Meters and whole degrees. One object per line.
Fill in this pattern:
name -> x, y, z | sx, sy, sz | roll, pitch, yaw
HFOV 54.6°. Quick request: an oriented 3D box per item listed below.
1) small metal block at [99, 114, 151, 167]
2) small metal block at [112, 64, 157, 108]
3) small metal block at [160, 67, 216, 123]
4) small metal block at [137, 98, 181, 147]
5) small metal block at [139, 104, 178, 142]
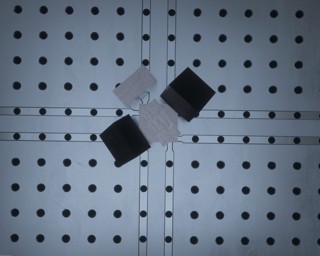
small metal block -> -0.046, 0.017, 0.398 | 0.025, 0.050, 0.050 | -34, 90, -37
small metal block -> -0.031, -0.052, 0.401 | 0.050, 0.050, 0.025 | -41, 90, 0
small metal block -> 0.037, -0.044, 0.400 | 0.050, 0.025, 0.050 | 43, 50, 0
small metal block -> -0.001, -0.006, 0.376 | 0.025, 0.050, 0.050 | -36, 91, -1
small metal block -> -0.002, -0.006, 0.413 | 0.050, 0.025, 0.050 | 1, 90, -1
